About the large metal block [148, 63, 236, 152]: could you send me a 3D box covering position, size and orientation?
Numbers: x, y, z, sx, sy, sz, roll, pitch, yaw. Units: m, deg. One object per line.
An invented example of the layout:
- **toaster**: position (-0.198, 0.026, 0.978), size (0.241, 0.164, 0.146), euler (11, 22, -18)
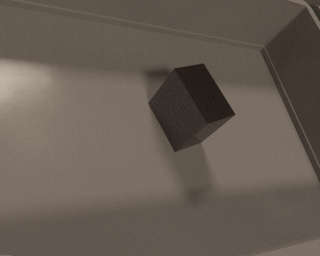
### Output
- **large metal block**: position (0.038, -0.026, 0.408), size (0.050, 0.080, 0.080), euler (-17, 71, -35)
